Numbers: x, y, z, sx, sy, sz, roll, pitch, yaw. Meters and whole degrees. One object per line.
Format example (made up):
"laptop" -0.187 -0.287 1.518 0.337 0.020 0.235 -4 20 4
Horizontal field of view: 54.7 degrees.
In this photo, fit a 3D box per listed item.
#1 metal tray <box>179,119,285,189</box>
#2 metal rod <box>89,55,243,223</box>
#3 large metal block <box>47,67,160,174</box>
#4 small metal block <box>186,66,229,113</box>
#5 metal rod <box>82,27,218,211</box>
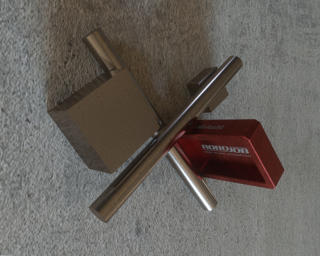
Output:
"metal tray" 0.084 0.032 0.410 0.030 0.130 0.090 -50 120 -28
"metal rod" 0.025 -0.005 0.396 0.301 0.025 0.025 -47 118 -30
"large metal block" -0.059 -0.009 0.341 0.080 0.050 0.080 -44 117 -31
"small metal block" 0.073 -0.058 0.469 0.050 0.025 0.050 -43 116 -32
"metal rod" 0.000 0.006 0.408 0.025 0.025 0.299 -50 120 -29
